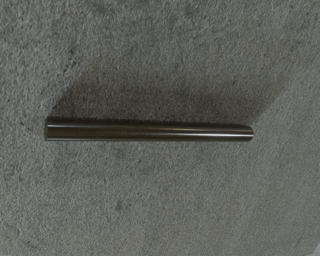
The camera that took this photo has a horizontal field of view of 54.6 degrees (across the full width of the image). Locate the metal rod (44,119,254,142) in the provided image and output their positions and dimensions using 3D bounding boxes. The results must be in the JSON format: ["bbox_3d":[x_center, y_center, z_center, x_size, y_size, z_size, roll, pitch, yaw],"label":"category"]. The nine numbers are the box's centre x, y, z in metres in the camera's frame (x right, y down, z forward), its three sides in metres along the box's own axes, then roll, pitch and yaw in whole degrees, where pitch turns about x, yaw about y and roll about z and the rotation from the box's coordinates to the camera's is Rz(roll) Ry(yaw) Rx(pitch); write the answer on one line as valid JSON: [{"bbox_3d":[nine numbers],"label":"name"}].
[{"bbox_3d":[0.006,0.006,0.414,0.302,0.025,0.025,2,118,-29],"label":"metal rod"}]
